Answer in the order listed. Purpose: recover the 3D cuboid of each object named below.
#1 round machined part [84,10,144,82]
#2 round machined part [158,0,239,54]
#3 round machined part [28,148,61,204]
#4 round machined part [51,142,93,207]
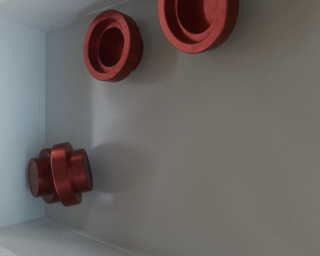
[{"bbox_3d":[-0.062,-0.114,0.445,0.098,0.042,0.097,0,90,39],"label":"round machined part"},{"bbox_3d":[0.046,-0.135,0.343,0.098,0.042,0.097,24,124,41],"label":"round machined part"},{"bbox_3d":[-0.202,0.085,0.545,0.098,0.042,0.097,5,97,53],"label":"round machined part"},{"bbox_3d":[-0.132,0.069,0.480,0.098,0.042,0.097,169,89,-83],"label":"round machined part"}]
